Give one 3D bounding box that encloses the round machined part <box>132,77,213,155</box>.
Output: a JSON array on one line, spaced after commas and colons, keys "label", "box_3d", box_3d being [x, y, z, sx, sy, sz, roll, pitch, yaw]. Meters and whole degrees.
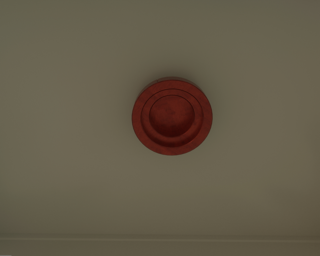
[{"label": "round machined part", "box_3d": [0.015, -0.018, 0.396, 0.099, 0.042, 0.097, 0, 110, 0]}]
